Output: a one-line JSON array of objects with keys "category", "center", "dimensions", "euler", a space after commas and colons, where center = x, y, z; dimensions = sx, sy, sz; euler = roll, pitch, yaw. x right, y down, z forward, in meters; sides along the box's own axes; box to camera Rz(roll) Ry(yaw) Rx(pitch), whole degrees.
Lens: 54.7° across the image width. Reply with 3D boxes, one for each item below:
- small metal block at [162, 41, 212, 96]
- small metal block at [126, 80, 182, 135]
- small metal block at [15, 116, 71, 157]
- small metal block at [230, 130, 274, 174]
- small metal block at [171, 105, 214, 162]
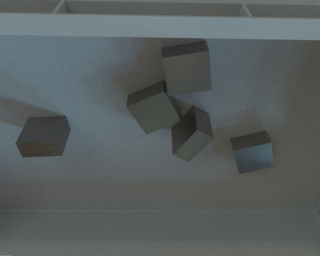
[{"category": "small metal block", "center": [0.031, -0.067, 0.353], "dimensions": [0.050, 0.025, 0.050], "euler": [-8, 130, 6]}, {"category": "small metal block", "center": [-0.007, -0.025, 0.388], "dimensions": [0.050, 0.025, 0.050], "euler": [-21, 127, 16]}, {"category": "small metal block", "center": [-0.149, 0.011, 0.399], "dimensions": [0.050, 0.050, 0.025], "euler": [-2, 130, 1]}, {"category": "small metal block", "center": [0.132, 0.035, 0.441], "dimensions": [0.050, 0.025, 0.050], "euler": [-14, 129, 11]}, {"category": "small metal block", "center": [0.040, 0.007, 0.400], "dimensions": [0.025, 0.050, 0.050], "euler": [27, 125, -21]}]
